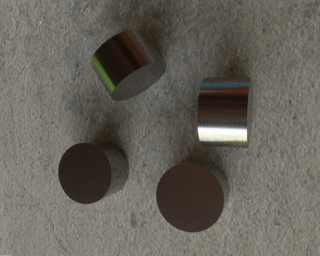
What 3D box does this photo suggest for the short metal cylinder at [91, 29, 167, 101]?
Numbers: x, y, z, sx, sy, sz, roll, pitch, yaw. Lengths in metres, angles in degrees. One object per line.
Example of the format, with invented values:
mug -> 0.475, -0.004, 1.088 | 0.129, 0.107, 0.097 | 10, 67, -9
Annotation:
short metal cylinder -> -0.039, -0.078, 0.393 | 0.080, 0.080, 0.050 | -36, 79, 16

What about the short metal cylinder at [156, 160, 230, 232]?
short metal cylinder -> 0.042, 0.080, 0.380 | 0.080, 0.050, 0.079 | 0, 90, 19

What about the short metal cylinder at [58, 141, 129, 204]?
short metal cylinder -> -0.090, 0.059, 0.426 | 0.080, 0.050, 0.079 | 0, 90, 19

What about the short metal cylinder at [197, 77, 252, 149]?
short metal cylinder -> 0.076, -0.018, 0.353 | 0.050, 0.080, 0.079 | 3, 91, 19
